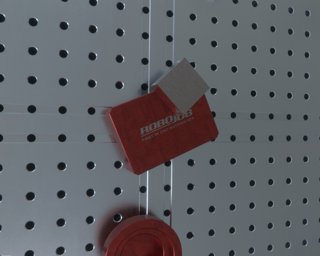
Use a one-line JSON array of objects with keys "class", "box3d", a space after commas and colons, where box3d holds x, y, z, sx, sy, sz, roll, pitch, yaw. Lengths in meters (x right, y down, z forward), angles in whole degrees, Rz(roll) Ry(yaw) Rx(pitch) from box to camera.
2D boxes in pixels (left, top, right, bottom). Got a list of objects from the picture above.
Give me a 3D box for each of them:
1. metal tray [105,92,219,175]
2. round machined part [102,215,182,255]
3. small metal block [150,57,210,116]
[{"class": "metal tray", "box3d": [0.005, -0.005, 0.412, 0.131, 0.030, 0.090, -24, 98, -19]}, {"class": "round machined part", "box3d": [-0.025, 0.159, 0.394, 0.099, 0.042, 0.097, 0, 90, -20]}, {"class": "small metal block", "box3d": [0.025, -0.051, 0.389, 0.050, 0.025, 0.050, -46, 104, -14]}]
